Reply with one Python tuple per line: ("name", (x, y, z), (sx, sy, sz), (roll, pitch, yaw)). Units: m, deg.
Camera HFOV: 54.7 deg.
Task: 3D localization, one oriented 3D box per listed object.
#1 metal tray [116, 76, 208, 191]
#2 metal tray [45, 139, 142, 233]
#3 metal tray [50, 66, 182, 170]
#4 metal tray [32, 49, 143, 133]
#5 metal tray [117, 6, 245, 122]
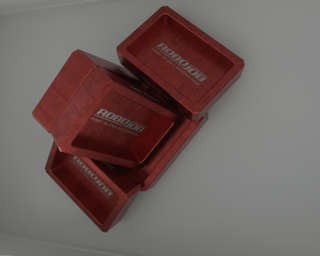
("metal tray", (-0.011, 0.006, 0.409), (0.090, 0.030, 0.130), (41, 102, 15))
("metal tray", (-0.095, 0.067, 0.420), (0.130, 0.030, 0.089), (41, 127, 14))
("metal tray", (-0.044, -0.004, 0.355), (0.090, 0.131, 0.030), (-52, 51, 12))
("metal tray", (-0.079, -0.037, 0.379), (0.030, 0.130, 0.090), (42, 103, 15))
("metal tray", (0.024, -0.081, 0.379), (0.130, 0.030, 0.090), (41, 77, 15))
